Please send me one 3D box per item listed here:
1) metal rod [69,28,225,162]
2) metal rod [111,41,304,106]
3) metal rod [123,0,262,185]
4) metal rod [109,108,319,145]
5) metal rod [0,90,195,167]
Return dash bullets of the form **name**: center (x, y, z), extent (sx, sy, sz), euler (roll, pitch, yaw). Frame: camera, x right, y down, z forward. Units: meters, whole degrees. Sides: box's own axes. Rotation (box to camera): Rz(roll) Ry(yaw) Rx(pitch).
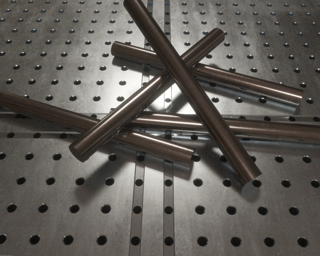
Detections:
- **metal rod**: center (0.000, -0.060, 0.424), extent (0.025, 0.025, 0.301), euler (32, 56, 23)
- **metal rod**: center (0.063, -0.088, 0.482), extent (0.301, 0.025, 0.025), euler (18, 52, 14)
- **metal rod**: center (0.033, -0.062, 0.404), extent (0.025, 0.025, 0.299), euler (-25, 72, -20)
- **metal rod**: center (0.084, -0.002, 0.410), extent (0.302, 0.025, 0.025), euler (5, 50, 3)
- **metal rod**: center (-0.102, -0.005, 0.410), extent (0.301, 0.025, 0.025), euler (16, 52, 12)
